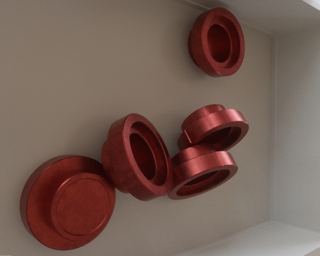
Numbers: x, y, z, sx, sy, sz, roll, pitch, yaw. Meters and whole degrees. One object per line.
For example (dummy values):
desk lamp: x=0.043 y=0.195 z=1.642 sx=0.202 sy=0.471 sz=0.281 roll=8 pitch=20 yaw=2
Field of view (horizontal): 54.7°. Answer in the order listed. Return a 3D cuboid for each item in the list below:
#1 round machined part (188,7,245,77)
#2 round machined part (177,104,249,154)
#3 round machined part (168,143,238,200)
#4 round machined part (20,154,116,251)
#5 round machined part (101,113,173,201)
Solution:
round machined part: x=0.080 y=-0.124 z=0.462 sx=0.099 sy=0.042 sz=0.097 roll=0 pitch=90 yaw=-40
round machined part: x=0.068 y=0.004 z=0.429 sx=0.099 sy=0.097 sz=0.042 roll=2 pitch=52 yaw=-40
round machined part: x=0.050 y=0.055 z=0.413 sx=0.099 sy=0.097 sz=0.042 roll=3 pitch=53 yaw=-40
round machined part: x=-0.088 y=0.078 z=0.322 sx=0.099 sy=0.042 sz=0.097 roll=0 pitch=90 yaw=-40
round machined part: x=-0.029 y=0.036 z=0.352 sx=0.098 sy=0.042 sz=0.098 roll=48 pitch=28 yaw=-36
